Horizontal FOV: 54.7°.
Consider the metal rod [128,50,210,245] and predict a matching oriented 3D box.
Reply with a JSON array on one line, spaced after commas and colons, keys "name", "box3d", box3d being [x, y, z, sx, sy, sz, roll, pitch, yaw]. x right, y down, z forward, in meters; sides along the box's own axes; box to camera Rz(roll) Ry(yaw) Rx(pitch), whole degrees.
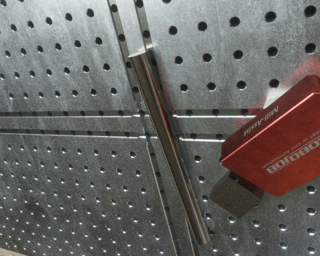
[{"name": "metal rod", "box3d": [0.020, 0.042, 0.425, 0.025, 0.025, 0.298, -6, 116, 30]}]

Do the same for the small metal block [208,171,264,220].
[{"name": "small metal block", "box3d": [0.101, 0.086, 0.410, 0.050, 0.025, 0.050, 34, 129, 5]}]

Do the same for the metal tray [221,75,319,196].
[{"name": "metal tray", "box3d": [0.140, 0.016, 0.326, 0.090, 0.030, 0.129, 31, 131, -15]}]

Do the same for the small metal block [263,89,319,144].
[{"name": "small metal block", "box3d": [0.144, -0.009, 0.329, 0.050, 0.025, 0.050, -13, 112, 33]}]
